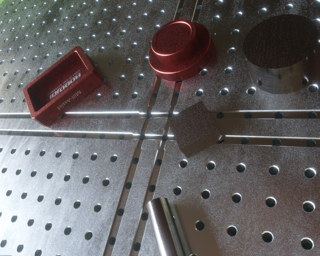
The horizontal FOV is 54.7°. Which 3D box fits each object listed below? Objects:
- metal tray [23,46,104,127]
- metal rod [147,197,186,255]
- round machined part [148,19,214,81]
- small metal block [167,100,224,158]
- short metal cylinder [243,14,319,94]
[{"bbox_3d":[-0.170,-0.074,0.536,0.130,0.030,0.090,-38,51,2],"label":"metal tray"},{"bbox_3d":[0.039,0.198,0.265,0.025,0.025,0.299,-28,52,10],"label":"metal rod"},{"bbox_3d":[0.027,-0.120,0.456,0.098,0.042,0.098,-13,56,20],"label":"round machined part"},{"bbox_3d":[0.043,0.001,0.384,0.050,0.025,0.050,-29,52,9],"label":"small metal block"},{"bbox_3d":[0.145,-0.087,0.369,0.080,0.050,0.080,-13,56,20],"label":"short metal cylinder"}]
